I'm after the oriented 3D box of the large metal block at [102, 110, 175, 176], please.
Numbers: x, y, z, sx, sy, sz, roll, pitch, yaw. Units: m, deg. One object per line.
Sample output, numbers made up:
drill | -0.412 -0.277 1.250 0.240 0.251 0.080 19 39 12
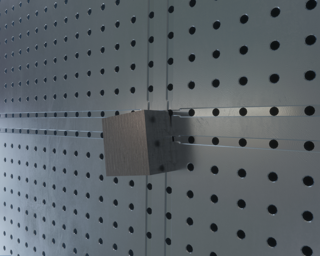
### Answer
large metal block | -0.030 0.022 0.419 0.080 0.050 0.080 -9 84 40
